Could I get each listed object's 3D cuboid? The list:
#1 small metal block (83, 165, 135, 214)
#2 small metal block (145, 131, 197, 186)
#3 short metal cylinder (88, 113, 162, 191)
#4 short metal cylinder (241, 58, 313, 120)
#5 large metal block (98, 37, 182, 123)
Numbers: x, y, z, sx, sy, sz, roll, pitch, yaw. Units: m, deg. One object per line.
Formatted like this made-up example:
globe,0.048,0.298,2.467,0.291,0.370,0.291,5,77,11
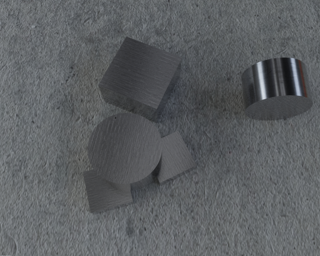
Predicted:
small metal block,-0.063,0.074,0.381,0.050,0.025,0.050,-14,71,-5
small metal block,0.011,0.039,0.394,0.050,0.025,0.050,-25,72,-9
short metal cylinder,-0.038,0.029,0.358,0.081,0.050,0.080,0,70,0
short metal cylinder,0.148,-0.047,0.397,0.081,0.080,0.050,0,70,0
large metal block,-0.024,-0.064,0.418,0.080,0.050,0.080,23,72,8
